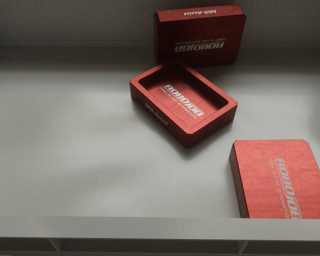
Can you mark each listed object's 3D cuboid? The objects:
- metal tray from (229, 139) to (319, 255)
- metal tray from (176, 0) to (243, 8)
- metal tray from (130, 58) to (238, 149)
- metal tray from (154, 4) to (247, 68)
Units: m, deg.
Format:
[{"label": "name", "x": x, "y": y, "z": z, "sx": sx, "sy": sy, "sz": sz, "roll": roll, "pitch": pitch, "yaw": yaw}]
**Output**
[{"label": "metal tray", "x": 0.133, "y": 0.073, "z": 0.341, "sx": 0.091, "sy": 0.030, "sz": 0.130, "roll": -1, "pitch": 50, "yaw": -1}, {"label": "metal tray", "x": 0.099, "y": -0.288, "z": 0.647, "sx": 0.131, "sy": 0.030, "sz": 0.090, "roll": -19, "pitch": 53, "yaw": -16}, {"label": "metal tray", "x": 0.030, "y": -0.040, "z": 0.435, "sx": 0.091, "sy": 0.030, "sz": 0.130, "roll": -31, "pitch": 57, "yaw": -24}, {"label": "metal tray", "x": 0.058, "y": -0.136, "z": 0.477, "sx": 0.131, "sy": 0.090, "sz": 0.030, "roll": -8, "pitch": 51, "yaw": -7}]
